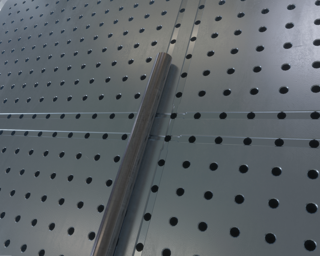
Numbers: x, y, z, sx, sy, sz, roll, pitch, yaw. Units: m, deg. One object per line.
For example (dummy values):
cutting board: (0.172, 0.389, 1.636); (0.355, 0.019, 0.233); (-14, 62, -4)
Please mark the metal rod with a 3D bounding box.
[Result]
metal rod: (-0.032, 0.025, 0.410); (0.025, 0.025, 0.300); (2, 62, 29)
